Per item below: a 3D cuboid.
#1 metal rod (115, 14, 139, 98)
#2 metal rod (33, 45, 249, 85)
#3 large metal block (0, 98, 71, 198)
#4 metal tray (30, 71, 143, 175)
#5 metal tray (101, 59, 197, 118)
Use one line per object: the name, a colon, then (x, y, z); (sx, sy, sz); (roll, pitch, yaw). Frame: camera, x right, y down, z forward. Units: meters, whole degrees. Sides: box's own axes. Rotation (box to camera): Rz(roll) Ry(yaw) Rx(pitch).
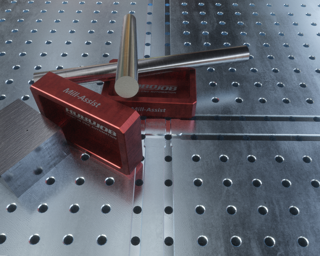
metal rod: (-0.046, -0.121, 0.449); (0.025, 0.025, 0.300); (-3, 32, -3)
metal rod: (-0.020, -0.087, 0.440); (0.302, 0.025, 0.025); (-9, 51, -8)
large metal block: (-0.170, 0.022, 0.371); (0.080, 0.050, 0.080); (31, 56, 23)
metal tray: (-0.084, -0.004, 0.367); (0.130, 0.089, 0.030); (25, 54, 19)
metal tray: (-0.014, -0.060, 0.454); (0.131, 0.030, 0.090); (3, 50, 1)
